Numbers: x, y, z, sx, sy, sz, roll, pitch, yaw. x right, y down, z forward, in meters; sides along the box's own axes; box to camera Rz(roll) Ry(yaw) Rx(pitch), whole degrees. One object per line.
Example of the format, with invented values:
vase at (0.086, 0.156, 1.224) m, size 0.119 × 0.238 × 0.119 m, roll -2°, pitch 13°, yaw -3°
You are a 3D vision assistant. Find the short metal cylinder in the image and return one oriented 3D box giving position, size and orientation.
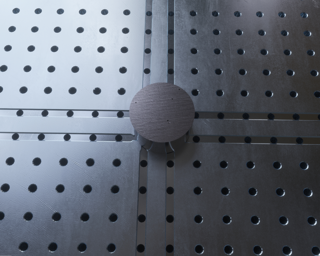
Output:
short metal cylinder at (0.003, -0.012, 0.403) m, size 0.080 × 0.050 × 0.080 m, roll 0°, pitch 70°, yaw 0°
